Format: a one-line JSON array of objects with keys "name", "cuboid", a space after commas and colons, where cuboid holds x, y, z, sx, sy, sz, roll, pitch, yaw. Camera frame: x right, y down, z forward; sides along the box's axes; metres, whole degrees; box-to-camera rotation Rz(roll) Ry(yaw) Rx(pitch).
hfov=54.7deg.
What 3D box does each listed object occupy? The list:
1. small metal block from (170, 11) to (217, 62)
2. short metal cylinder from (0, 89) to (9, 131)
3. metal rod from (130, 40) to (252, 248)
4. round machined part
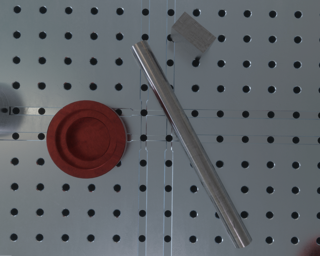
[{"name": "small metal block", "cuboid": [0.041, -0.116, 0.401, 0.050, 0.050, 0.025, 40, 90, 0]}, {"name": "short metal cylinder", "cuboid": [-0.247, -0.025, 0.399, 0.081, 0.050, 0.079, 0, 90, 0]}, {"name": "metal rod", "cuboid": [0.042, 0.021, 0.413, 0.025, 0.025, 0.299, -28, 90, 0]}, {"name": "round machined part", "cuboid": [-0.092, 0.014, 0.404, 0.099, 0.042, 0.097, 0, 90, 0]}]
